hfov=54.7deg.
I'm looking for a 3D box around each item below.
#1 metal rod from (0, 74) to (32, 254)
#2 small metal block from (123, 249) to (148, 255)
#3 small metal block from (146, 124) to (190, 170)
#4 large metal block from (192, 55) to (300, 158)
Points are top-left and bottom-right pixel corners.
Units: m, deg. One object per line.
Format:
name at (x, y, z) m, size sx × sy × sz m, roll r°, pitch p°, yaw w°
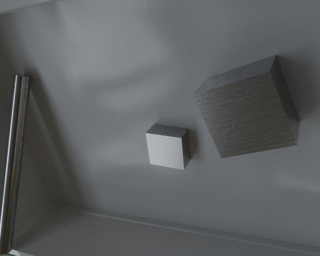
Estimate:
metal rod at (-0.237, 0.063, 0.497) m, size 0.025 × 0.025 × 0.298 m, roll 15°, pitch 102°, yaw 19°
small metal block at (-0.044, 0.268, 0.598) m, size 0.050 × 0.025 × 0.050 m, roll 7°, pitch 122°, yaw 24°
small metal block at (0.012, 0.025, 0.417) m, size 0.050 × 0.025 × 0.050 m, roll 7°, pitch 122°, yaw 24°
large metal block at (0.094, -0.020, 0.330) m, size 0.080 × 0.050 × 0.080 m, roll -15°, pitch 111°, yaw 34°
